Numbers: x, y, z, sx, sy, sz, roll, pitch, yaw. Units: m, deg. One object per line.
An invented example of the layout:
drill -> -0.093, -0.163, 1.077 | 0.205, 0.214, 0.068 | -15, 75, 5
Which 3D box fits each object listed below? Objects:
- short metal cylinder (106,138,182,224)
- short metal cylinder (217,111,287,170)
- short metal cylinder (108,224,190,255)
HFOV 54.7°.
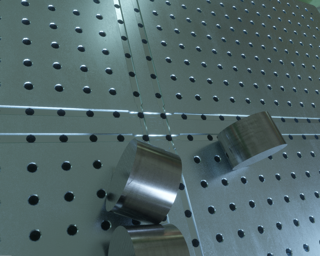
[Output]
short metal cylinder -> -0.018, 0.057, 0.330 | 0.050, 0.080, 0.080 | 23, 53, -15
short metal cylinder -> 0.127, 0.019, 0.432 | 0.081, 0.080, 0.050 | -11, 67, -33
short metal cylinder -> -0.013, 0.131, 0.287 | 0.050, 0.080, 0.080 | 6, 59, -26
